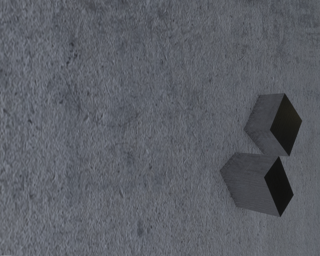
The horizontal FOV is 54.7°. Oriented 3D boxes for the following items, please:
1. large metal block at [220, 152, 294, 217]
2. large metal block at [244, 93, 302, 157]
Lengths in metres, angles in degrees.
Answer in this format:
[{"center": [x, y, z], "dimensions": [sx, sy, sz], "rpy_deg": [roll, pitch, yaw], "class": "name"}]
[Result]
[{"center": [0.156, 0.089, 0.499], "dimensions": [0.050, 0.080, 0.080], "rpy_deg": [-42, 116, -32], "class": "large metal block"}, {"center": [0.207, -0.005, 0.561], "dimensions": [0.080, 0.050, 0.080], "rpy_deg": [44, 63, -31], "class": "large metal block"}]
